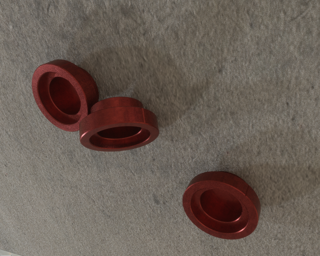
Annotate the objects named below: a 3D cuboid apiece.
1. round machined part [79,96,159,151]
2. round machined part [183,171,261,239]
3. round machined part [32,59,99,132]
[{"bbox_3d":[-0.053,-0.006,0.395,0.098,0.099,0.042,-27,62,37],"label":"round machined part"},{"bbox_3d":[0.083,0.096,0.411,0.098,0.042,0.097,13,124,20],"label":"round machined part"},{"bbox_3d":[-0.124,-0.047,0.427,0.098,0.042,0.097,15,123,24],"label":"round machined part"}]
